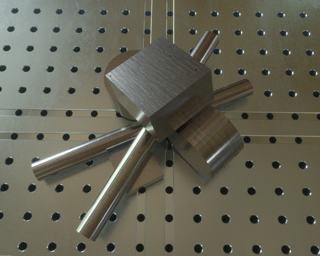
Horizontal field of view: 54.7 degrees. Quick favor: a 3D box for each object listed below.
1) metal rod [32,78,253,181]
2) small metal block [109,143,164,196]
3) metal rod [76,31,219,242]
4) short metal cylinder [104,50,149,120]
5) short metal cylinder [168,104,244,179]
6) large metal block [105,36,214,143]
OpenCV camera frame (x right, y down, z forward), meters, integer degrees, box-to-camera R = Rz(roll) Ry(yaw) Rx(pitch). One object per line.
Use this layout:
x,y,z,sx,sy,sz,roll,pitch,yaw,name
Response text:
-0.016,-0.001,0.408,0.302,0.025,0.025,-22,72,-8,metal rod
-0.029,0.050,0.389,0.050,0.025,0.050,-26,72,-10,small metal block
-0.005,-0.004,0.383,0.025,0.025,0.300,29,72,10,metal rod
-0.031,-0.057,0.415,0.081,0.050,0.080,0,70,0,short metal cylinder
0.053,0.015,0.374,0.050,0.080,0.080,-42,75,-13,short metal cylinder
0.001,-0.045,0.344,0.080,0.050,0.080,-38,57,-12,large metal block
